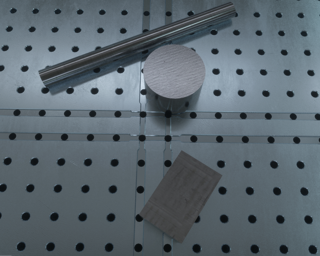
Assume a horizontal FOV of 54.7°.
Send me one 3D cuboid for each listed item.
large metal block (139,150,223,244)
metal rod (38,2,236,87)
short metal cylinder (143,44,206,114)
[{"bbox_3d":[0.022,0.081,0.353,0.050,0.080,0.080,32,73,10],"label":"large metal block"},{"bbox_3d":[-0.027,-0.126,0.457,0.302,0.025,0.025,-22,72,-9],"label":"metal rod"},{"bbox_3d":[0.018,-0.066,0.423,0.081,0.050,0.080,0,70,0],"label":"short metal cylinder"}]
